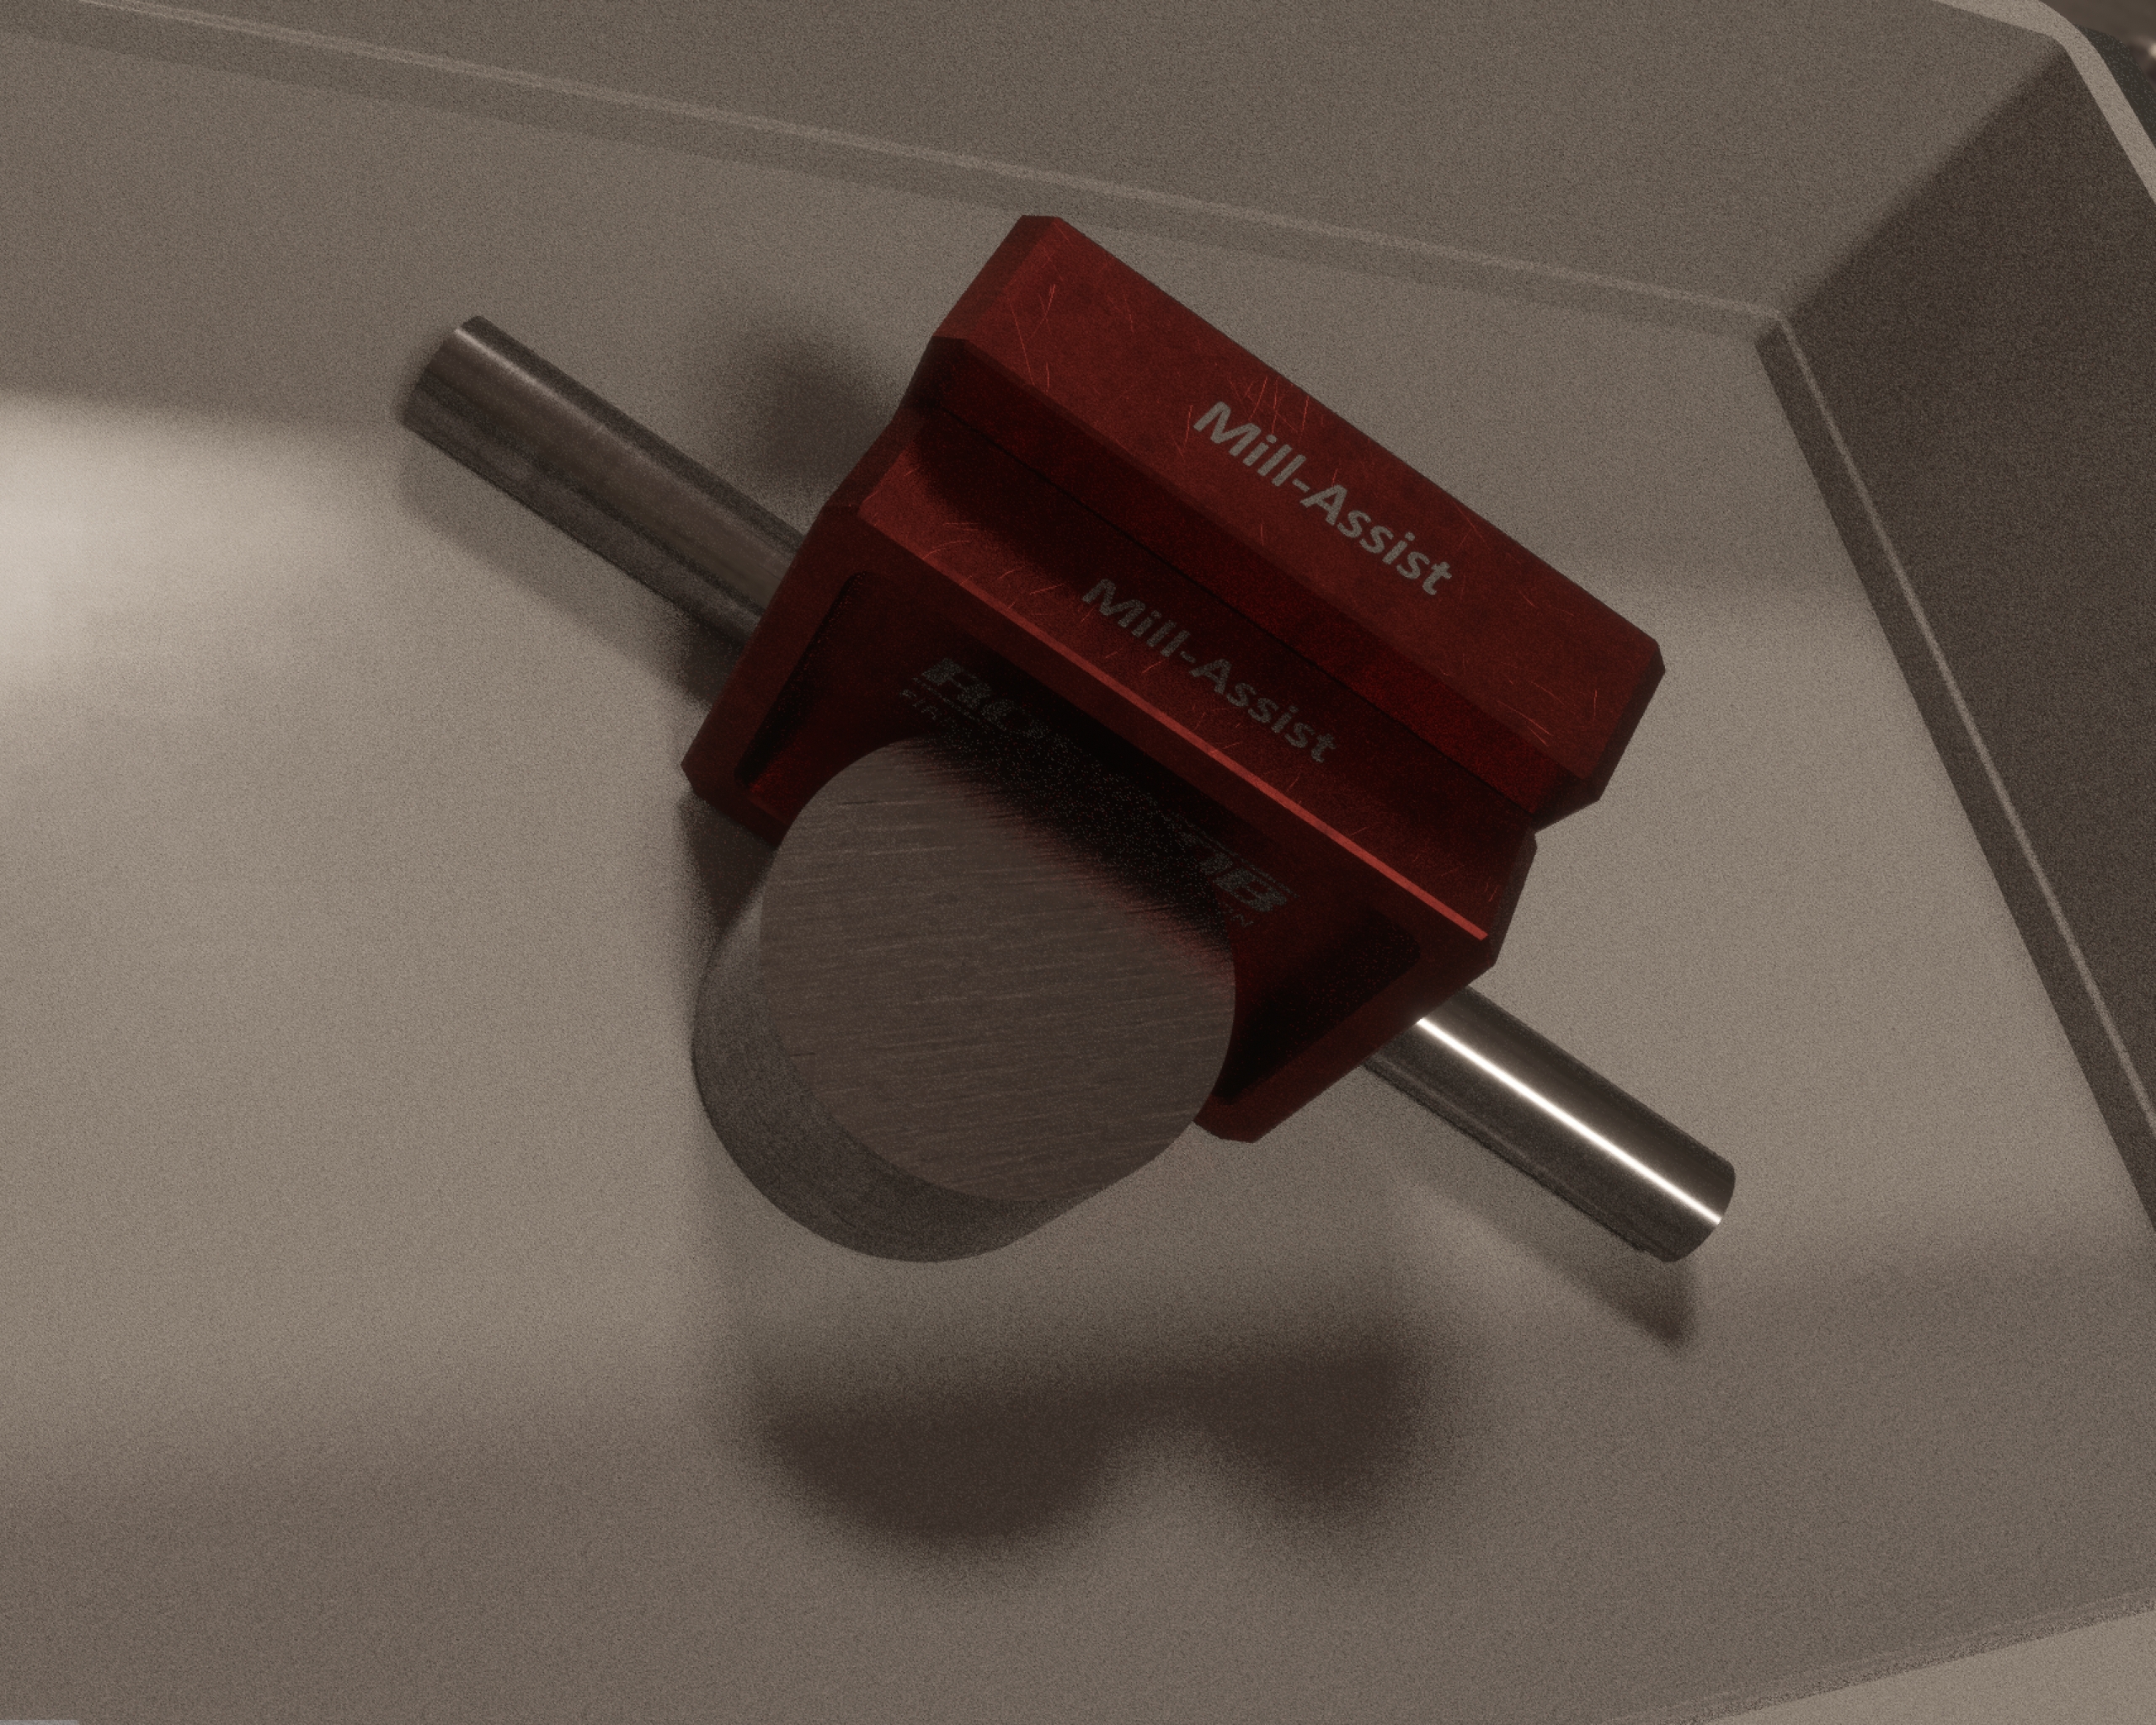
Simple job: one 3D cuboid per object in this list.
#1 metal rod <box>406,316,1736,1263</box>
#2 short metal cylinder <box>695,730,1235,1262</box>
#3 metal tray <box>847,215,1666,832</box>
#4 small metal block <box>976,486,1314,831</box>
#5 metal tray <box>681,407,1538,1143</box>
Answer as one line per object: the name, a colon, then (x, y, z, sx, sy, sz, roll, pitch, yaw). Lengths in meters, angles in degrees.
metal rod: (0.003, -0.011, 0.415, 0.301, 0.025, 0.025, 34, 51, -6)
short metal cylinder: (-0.020, 0.024, 0.356, 0.081, 0.050, 0.080, 9, 66, -19)
metal tray: (0.026, -0.047, 0.374, 0.130, 0.090, 0.030, 34, 68, -7)
small metal block: (0.015, -0.043, 0.440, 0.050, 0.025, 0.050, 35, 51, -5)
metal tray: (0.003, -0.010, 0.371, 0.130, 0.090, 0.030, 34, 51, -7)
